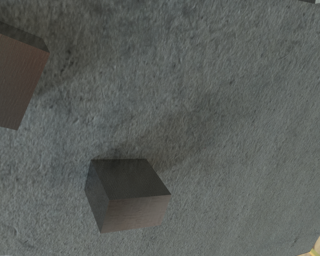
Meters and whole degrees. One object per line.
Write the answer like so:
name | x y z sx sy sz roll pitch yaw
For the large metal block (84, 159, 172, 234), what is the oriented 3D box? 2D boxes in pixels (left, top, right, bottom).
large metal block | -0.044 0.083 0.400 0.081 0.080 0.050 2 117 -30

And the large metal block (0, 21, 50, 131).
large metal block | -0.155 -0.053 0.273 0.081 0.050 0.080 18 109 -36

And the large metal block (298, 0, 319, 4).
large metal block | 0.168 -0.192 0.347 0.050 0.080 0.079 -18 126 -19
